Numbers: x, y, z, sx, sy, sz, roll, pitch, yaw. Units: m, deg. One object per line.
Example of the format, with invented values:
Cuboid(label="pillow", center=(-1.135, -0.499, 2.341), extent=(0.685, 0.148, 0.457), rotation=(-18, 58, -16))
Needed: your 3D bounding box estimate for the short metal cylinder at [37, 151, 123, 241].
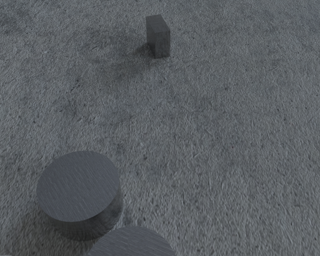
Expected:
Cuboid(label="short metal cylinder", center=(-0.081, 0.071, 0.327), extent=(0.081, 0.050, 0.080), rotation=(0, 50, 0))

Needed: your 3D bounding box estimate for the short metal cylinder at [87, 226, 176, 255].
Cuboid(label="short metal cylinder", center=(-0.024, 0.135, 0.273), extent=(0.081, 0.050, 0.080), rotation=(0, 50, 0))

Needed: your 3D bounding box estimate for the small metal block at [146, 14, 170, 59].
Cuboid(label="small metal block", center=(-0.003, -0.152, 0.514), extent=(0.025, 0.050, 0.050), rotation=(-14, 52, -12))
